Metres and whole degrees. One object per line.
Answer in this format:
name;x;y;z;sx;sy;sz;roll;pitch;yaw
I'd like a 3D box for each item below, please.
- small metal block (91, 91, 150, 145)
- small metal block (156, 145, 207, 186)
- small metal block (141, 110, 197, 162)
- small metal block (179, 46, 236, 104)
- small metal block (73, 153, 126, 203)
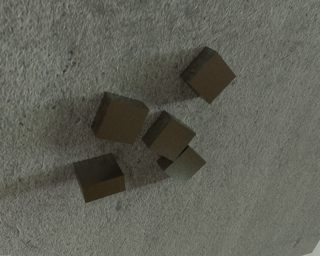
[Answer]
small metal block;-0.048;-0.011;0.373;0.050;0.025;0.050;13;112;-34
small metal block;0.032;0.050;0.455;0.050;0.025;0.050;-45;130;3
small metal block;0.012;0.011;0.420;0.050;0.025;0.050;31;101;-38
small metal block;0.062;-0.067;0.399;0.050;0.025;0.050;-47;129;5
small metal block;-0.076;0.061;0.387;0.050;0.050;0.025;-15;125;-20
